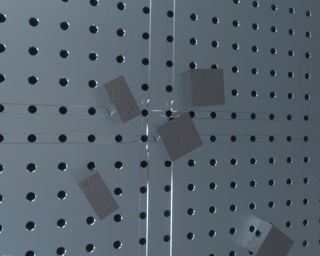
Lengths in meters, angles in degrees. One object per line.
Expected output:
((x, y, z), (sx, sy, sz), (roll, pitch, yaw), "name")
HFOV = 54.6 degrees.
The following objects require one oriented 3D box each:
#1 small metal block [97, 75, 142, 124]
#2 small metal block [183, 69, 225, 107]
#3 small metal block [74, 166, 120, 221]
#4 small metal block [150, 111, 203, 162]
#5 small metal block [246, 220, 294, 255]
((-0.051, -0.033, 0.380), (0.025, 0.050, 0.050), (-29, 100, -17), "small metal block")
((0.061, -0.056, 0.435), (0.050, 0.025, 0.050), (-4, 92, -20), "small metal block")
((-0.077, 0.076, 0.371), (0.025, 0.050, 0.050), (-31, 101, -17), "small metal block")
((0.023, 0.011, 0.421), (0.050, 0.025, 0.050), (-27, 99, -18), "small metal block")
((0.169, 0.179, 0.475), (0.050, 0.025, 0.050), (39, 78, -16), "small metal block")
